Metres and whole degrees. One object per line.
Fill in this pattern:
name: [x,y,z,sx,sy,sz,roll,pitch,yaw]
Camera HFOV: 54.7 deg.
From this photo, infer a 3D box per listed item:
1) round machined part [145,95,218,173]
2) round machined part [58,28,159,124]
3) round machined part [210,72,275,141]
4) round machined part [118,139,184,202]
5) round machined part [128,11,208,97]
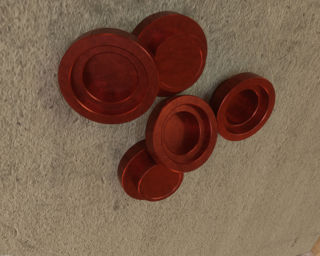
round machined part: [0.024,0.006,0.402,0.099,0.042,0.097,-4,97,-31]
round machined part: [-0.051,-0.056,0.322,0.099,0.042,0.097,-2,123,-3]
round machined part: [0.111,-0.033,0.439,0.099,0.042,0.097,-14,125,-21]
round machined part: [-0.006,0.064,0.434,0.099,0.042,0.097,-14,125,-21]
round machined part: [0.013,-0.080,0.356,0.099,0.042,0.097,-14,125,-21]
